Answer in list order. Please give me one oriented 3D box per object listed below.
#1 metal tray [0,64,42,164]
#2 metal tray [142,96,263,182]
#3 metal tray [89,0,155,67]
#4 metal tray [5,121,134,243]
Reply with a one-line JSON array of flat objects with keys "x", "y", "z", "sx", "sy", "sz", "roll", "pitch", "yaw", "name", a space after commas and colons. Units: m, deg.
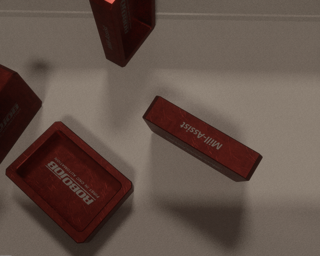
[{"x": -0.205, "y": -0.002, "z": 0.373, "sx": 0.030, "sy": 0.090, "sz": 0.130, "roll": 26, "pitch": 72, "yaw": 9, "name": "metal tray"}, {"x": 0.047, "y": 0.016, "z": 0.367, "sx": 0.130, "sy": 0.090, "sz": 0.030, "roll": 31, "pitch": 84, "yaw": 10, "name": "metal tray"}, {"x": -0.043, "y": -0.151, "z": 0.408, "sx": 0.030, "sy": 0.130, "sz": 0.090, "roll": 30, "pitch": 73, "yaw": 10, "name": "metal tray"}, {"x": -0.109, "y": 0.064, "z": 0.381, "sx": 0.130, "sy": 0.030, "sz": 0.090, "roll": 38, "pitch": 74, "yaw": 12, "name": "metal tray"}]
